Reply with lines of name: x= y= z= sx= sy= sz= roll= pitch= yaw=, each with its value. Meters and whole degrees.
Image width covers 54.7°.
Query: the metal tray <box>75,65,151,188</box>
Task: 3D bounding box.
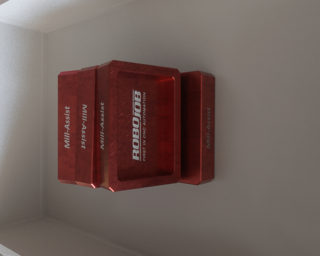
metal tray: x=-0.052 y=0.000 z=0.364 sx=0.030 sy=0.091 sz=0.129 roll=0 pitch=88 yaw=40

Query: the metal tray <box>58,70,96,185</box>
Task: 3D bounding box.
metal tray: x=-0.084 y=-0.001 z=0.389 sx=0.030 sy=0.090 sz=0.129 roll=0 pitch=90 yaw=27

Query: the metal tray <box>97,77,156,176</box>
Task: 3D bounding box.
metal tray: x=-0.049 y=-0.003 z=0.441 sx=0.090 sy=0.030 sz=0.129 roll=1 pitch=90 yaw=40

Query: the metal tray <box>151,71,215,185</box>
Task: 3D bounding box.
metal tray: x=0.021 y=-0.001 z=0.384 sx=0.090 sy=0.030 sz=0.129 roll=1 pitch=90 yaw=40

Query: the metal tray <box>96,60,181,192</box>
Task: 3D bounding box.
metal tray: x=-0.021 y=-0.002 z=0.337 sx=0.030 sy=0.091 sz=0.129 roll=0 pitch=90 yaw=54
